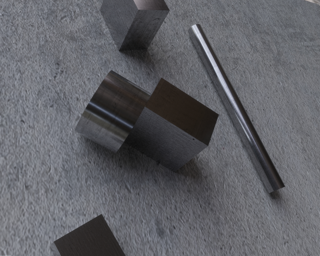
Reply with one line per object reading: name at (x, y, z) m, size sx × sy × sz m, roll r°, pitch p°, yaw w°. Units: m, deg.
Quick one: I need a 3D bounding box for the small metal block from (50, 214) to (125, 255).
small metal block at (-0.068, 0.119, 0.295) m, size 0.050 × 0.025 × 0.050 m, roll -24°, pitch 75°, yaw -36°

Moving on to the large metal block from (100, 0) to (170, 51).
large metal block at (-0.040, -0.171, 0.451) m, size 0.050 × 0.080 × 0.080 m, roll -13°, pitch 69°, yaw -34°

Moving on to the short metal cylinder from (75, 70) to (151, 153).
short metal cylinder at (-0.053, -0.018, 0.351) m, size 0.050 × 0.080 × 0.080 m, roll 31°, pitch 52°, yaw -9°

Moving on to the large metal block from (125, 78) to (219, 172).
large metal block at (0.010, 0.000, 0.374) m, size 0.080 × 0.080 × 0.050 m, roll 32°, pitch 52°, yaw -8°

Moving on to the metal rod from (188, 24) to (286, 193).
metal rod at (0.113, -0.042, 0.490) m, size 0.025 × 0.025 × 0.299 m, roll -9°, pitch 66°, yaw -32°
